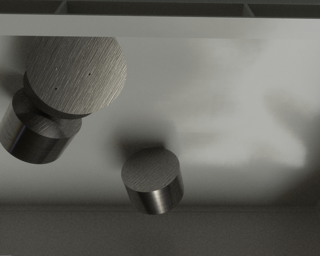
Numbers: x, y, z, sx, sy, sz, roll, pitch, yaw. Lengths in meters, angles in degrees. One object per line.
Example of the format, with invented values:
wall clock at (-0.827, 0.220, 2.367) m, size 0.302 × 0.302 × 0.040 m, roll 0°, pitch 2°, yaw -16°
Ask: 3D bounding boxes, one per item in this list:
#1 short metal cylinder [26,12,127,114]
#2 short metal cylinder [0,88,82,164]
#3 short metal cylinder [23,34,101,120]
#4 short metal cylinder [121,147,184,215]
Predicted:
short metal cylinder at (-0.074, -0.059, 0.279) m, size 0.081 × 0.050 × 0.079 m, roll -7°, pitch 119°, yaw -12°
short metal cylinder at (-0.141, -0.004, 0.368) m, size 0.080 × 0.080 × 0.050 m, roll 28°, pitch 125°, yaw -22°
short metal cylinder at (-0.102, -0.056, 0.344) m, size 0.081 × 0.050 × 0.079 m, roll 0°, pitch 130°, yaw 0°
short metal cylinder at (-0.009, 0.073, 0.435) m, size 0.080 × 0.080 × 0.050 m, roll -7°, pitch 130°, yaw 6°
